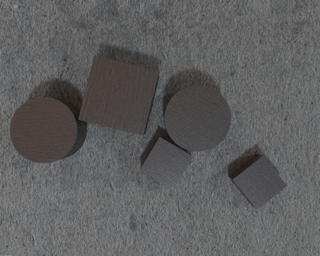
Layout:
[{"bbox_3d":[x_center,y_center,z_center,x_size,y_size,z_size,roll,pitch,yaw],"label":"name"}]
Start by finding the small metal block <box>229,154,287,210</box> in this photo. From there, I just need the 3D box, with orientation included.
[{"bbox_3d":[0.129,0.070,0.411,0.050,0.025,0.050,-39,90,0],"label":"small metal block"}]

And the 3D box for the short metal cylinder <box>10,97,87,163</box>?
[{"bbox_3d":[-0.140,0.002,0.396,0.081,0.050,0.080,0,90,0],"label":"short metal cylinder"}]

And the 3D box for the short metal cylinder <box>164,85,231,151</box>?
[{"bbox_3d":[0.046,-0.012,0.398,0.081,0.050,0.080,0,90,0],"label":"short metal cylinder"}]

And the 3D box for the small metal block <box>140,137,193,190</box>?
[{"bbox_3d":[0.008,0.045,0.410,0.050,0.025,0.050,31,90,0],"label":"small metal block"}]

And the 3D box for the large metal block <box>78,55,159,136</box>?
[{"bbox_3d":[-0.050,-0.039,0.397,0.080,0.050,0.080,14,90,0],"label":"large metal block"}]
